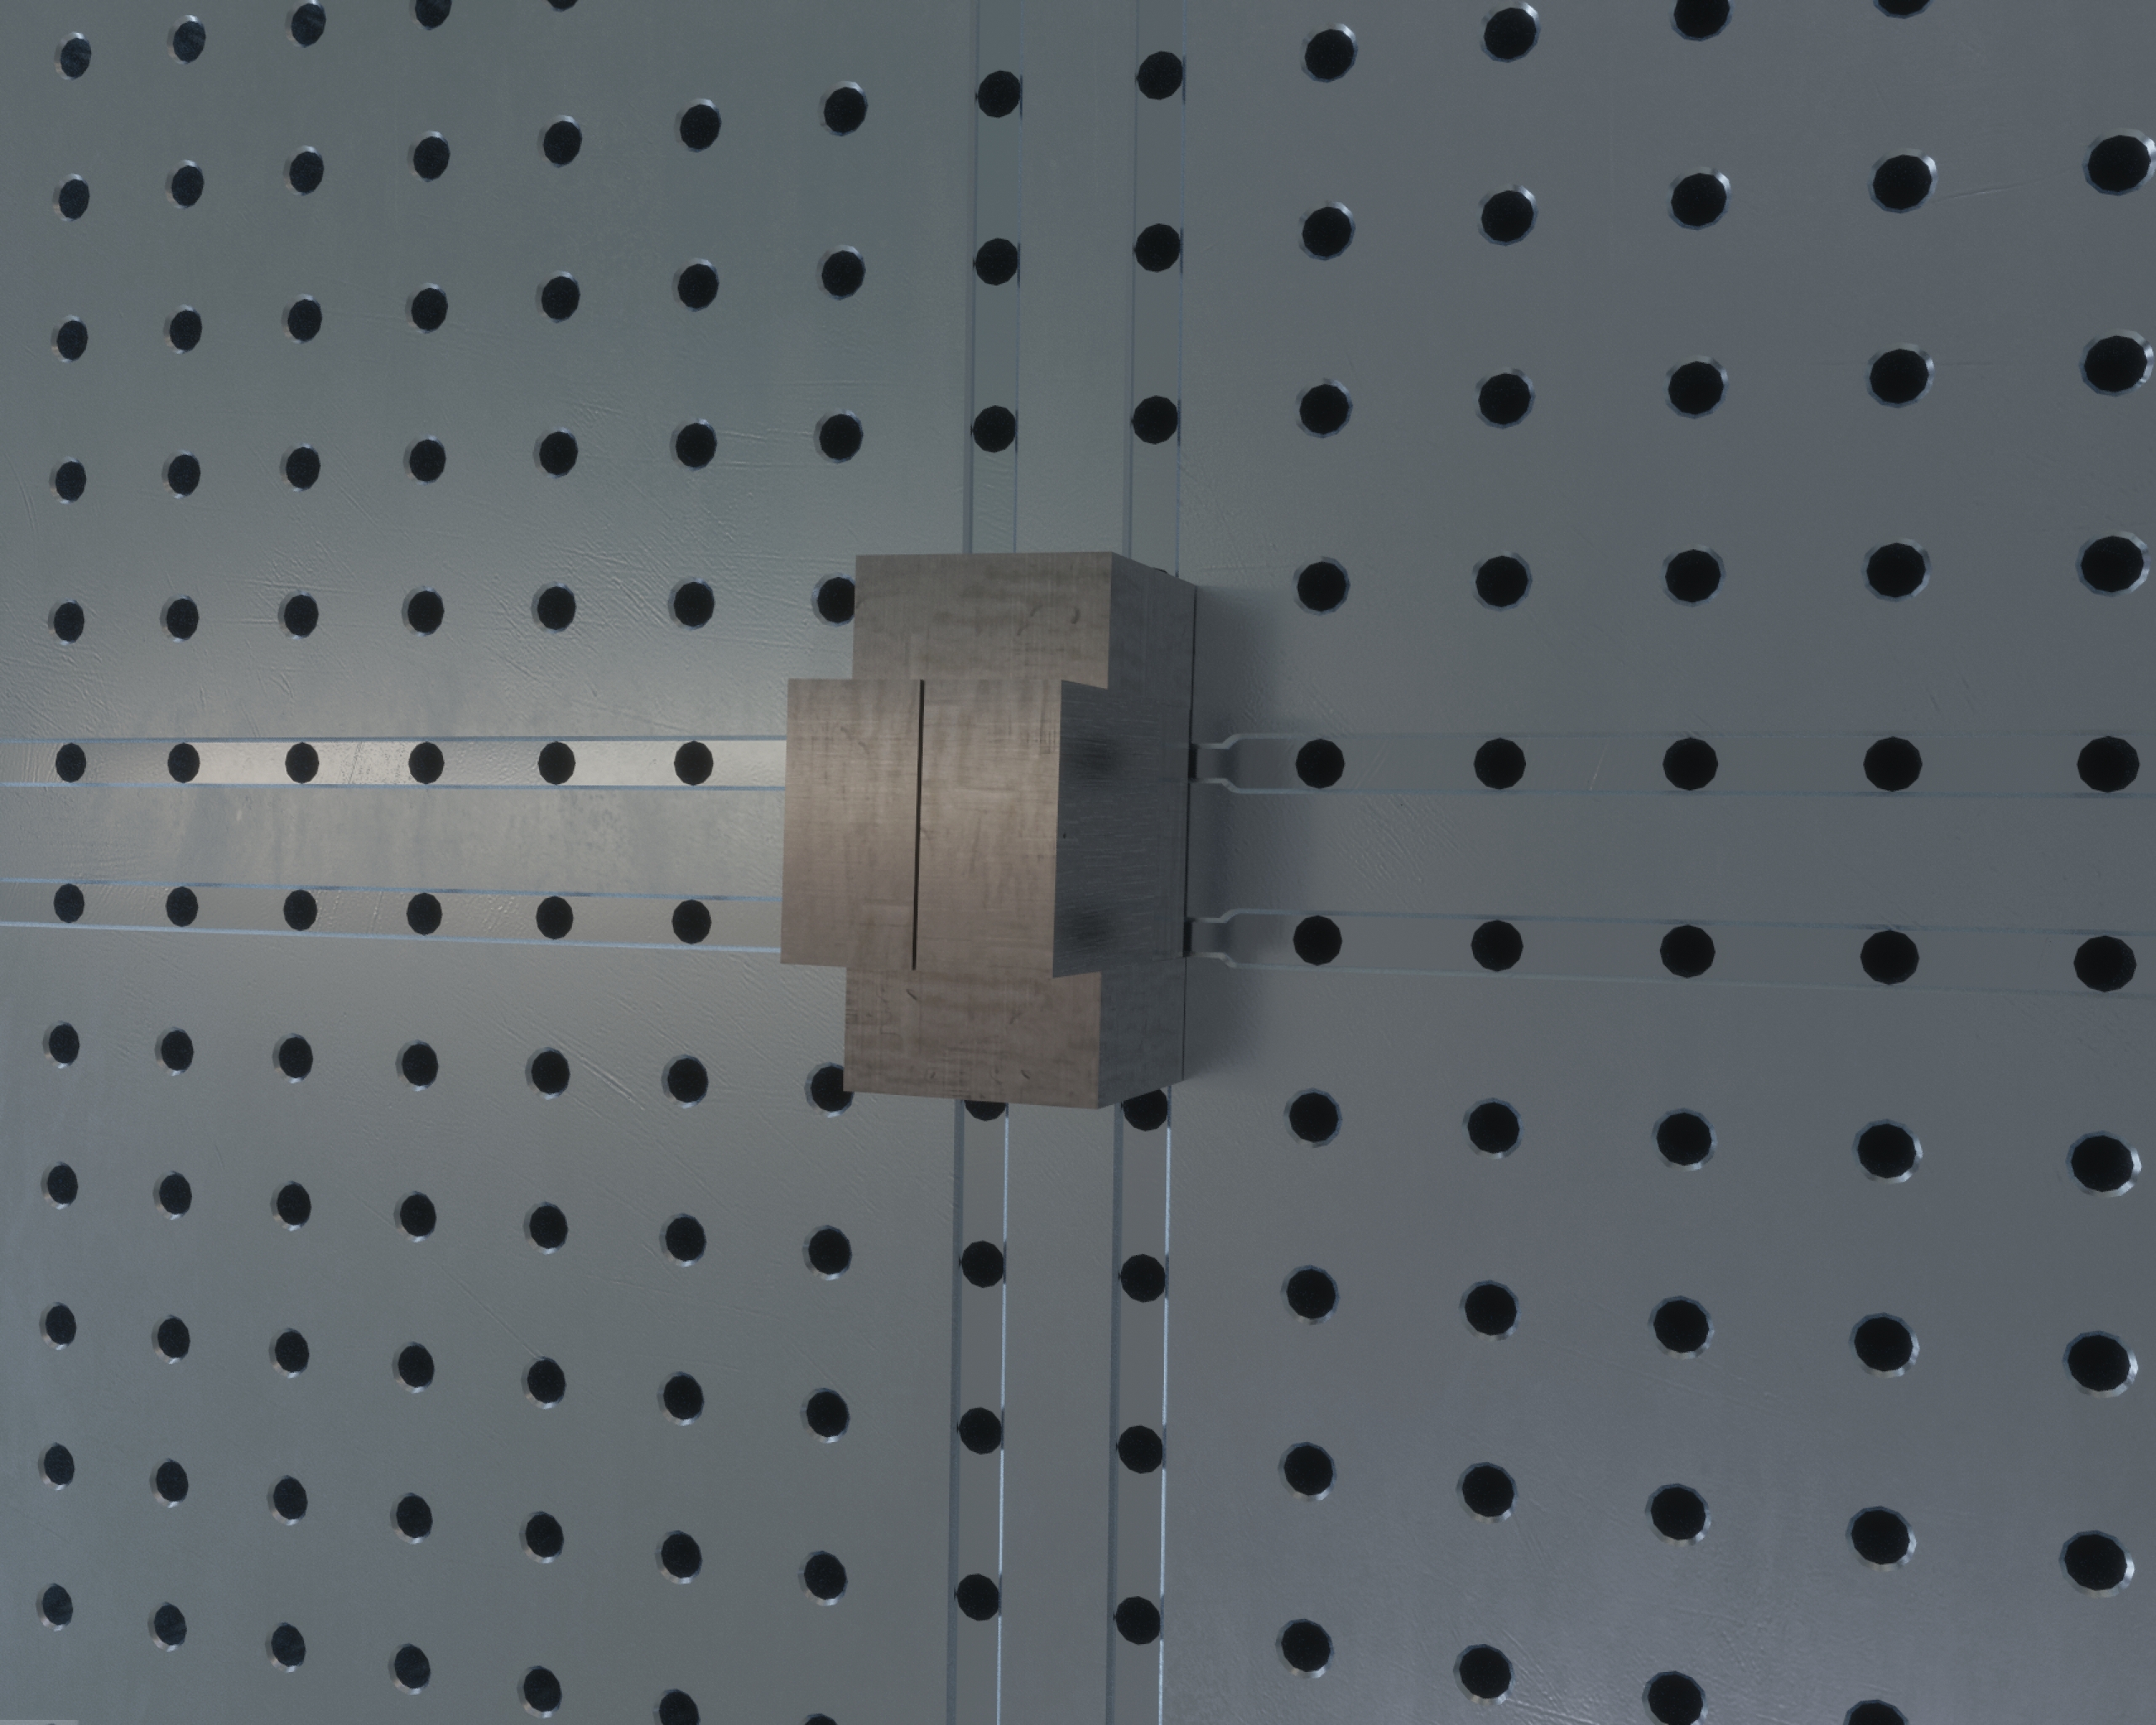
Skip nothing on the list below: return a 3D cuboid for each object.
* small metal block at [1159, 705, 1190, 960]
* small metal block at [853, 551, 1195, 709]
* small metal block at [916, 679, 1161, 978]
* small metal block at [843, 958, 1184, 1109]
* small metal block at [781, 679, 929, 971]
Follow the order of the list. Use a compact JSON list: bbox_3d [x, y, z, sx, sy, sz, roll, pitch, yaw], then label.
[{"bbox_3d":[-0.006,-0.007,0.415,0.050,0.025,0.050,2,91,21],"label":"small metal block"},{"bbox_3d":[-0.009,-0.044,0.402,0.050,0.050,0.025,2,91,20],"label":"small metal block"},{"bbox_3d":[-0.006,-0.006,0.375,0.025,0.050,0.050,2,91,21],"label":"small metal block"},{"bbox_3d":[-0.011,0.031,0.403,0.050,0.050,0.025,2,91,20],"label":"small metal block"},{"bbox_3d":[-0.031,-0.007,0.384,0.025,0.050,0.050,2,91,20],"label":"small metal block"}]
